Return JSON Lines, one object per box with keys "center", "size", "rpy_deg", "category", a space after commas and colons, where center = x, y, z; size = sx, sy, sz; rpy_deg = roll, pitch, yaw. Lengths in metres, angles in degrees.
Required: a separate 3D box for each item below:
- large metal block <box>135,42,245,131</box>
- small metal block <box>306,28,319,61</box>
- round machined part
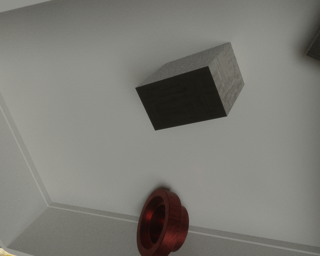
{"center": [0.035, -0.044, 0.326], "size": [0.080, 0.080, 0.050], "rpy_deg": [-11, 113, 32], "category": "large metal block"}
{"center": [0.167, -0.079, 0.272], "size": [0.050, 0.025, 0.050], "rpy_deg": [28, 128, 10], "category": "small metal block"}
{"center": [0.007, 0.142, 0.453], "size": [0.042, 0.098, 0.097], "rpy_deg": [22, 132, -21], "category": "round machined part"}
